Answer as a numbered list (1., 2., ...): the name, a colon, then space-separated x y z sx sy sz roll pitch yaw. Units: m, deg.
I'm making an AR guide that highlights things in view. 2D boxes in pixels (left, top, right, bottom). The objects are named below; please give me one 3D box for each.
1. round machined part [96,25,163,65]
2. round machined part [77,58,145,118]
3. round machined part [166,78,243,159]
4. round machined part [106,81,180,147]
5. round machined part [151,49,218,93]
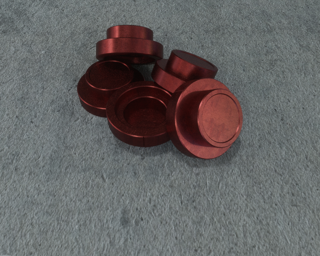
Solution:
1. round machined part: -0.044 -0.122 0.458 0.099 0.098 0.042 1 92 0
2. round machined part: -0.070 -0.063 0.448 0.099 0.042 0.098 0 50 0
3. round machined part: 0.059 -0.011 0.368 0.099 0.098 0.042 -36 18 -26
4. round machined part: -0.018 -0.014 0.405 0.099 0.042 0.098 0 50 0
5. round machined part: 0.041 -0.076 0.430 0.099 0.042 0.098 19 25 -9
